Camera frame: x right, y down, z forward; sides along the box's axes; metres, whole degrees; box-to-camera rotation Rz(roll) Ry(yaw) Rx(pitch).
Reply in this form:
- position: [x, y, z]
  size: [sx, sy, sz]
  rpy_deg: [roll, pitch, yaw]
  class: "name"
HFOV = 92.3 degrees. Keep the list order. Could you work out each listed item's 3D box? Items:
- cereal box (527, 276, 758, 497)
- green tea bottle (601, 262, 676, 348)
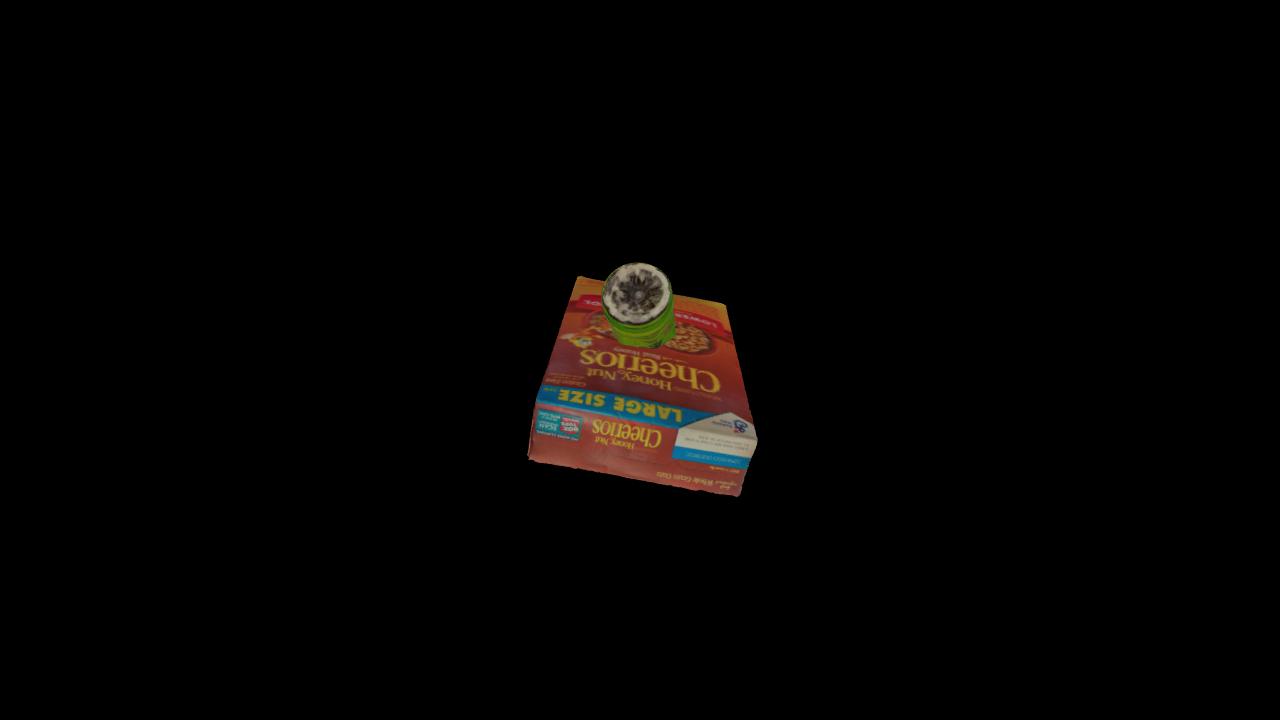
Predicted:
- position: [0.006, 0.010, 0.678]
  size: [0.203, 0.081, 0.306]
  rpy_deg: [11, 28, -3]
  class: "cereal box"
- position: [0.004, -0.032, 0.679]
  size: [0.073, 0.073, 0.212]
  rpy_deg: [0, -17, 4]
  class: "green tea bottle"
